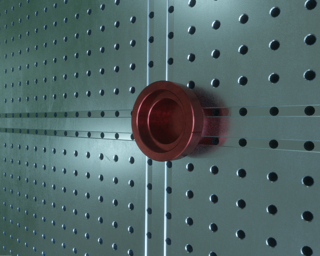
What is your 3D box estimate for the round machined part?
[{"bbox_3d":[0.013,-0.008,0.388,0.098,0.042,0.097,0,90,40],"label":"round machined part"}]
